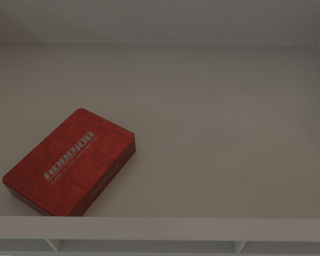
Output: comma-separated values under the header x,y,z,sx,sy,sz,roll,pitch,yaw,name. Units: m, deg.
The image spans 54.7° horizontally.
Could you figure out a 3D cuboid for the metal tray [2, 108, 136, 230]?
x,y,z,sx,sy,sz,roll,pitch,yaw,name
-0.101,0.041,0.366,0.090,0.030,0.130,26,54,19,metal tray
